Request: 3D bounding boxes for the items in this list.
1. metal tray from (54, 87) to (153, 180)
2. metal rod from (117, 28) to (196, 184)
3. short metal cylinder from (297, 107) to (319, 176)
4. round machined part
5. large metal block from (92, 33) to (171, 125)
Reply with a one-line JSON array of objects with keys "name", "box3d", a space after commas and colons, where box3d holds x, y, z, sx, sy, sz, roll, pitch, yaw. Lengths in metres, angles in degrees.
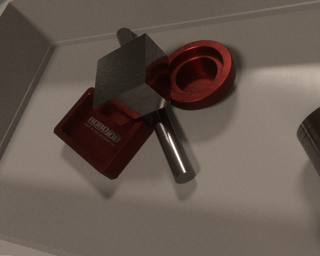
[{"name": "metal tray", "box3d": [-0.084, 0.003, 0.442, 0.130, 0.030, 0.090, 31, 78, 37]}, {"name": "metal rod", "box3d": [-0.017, -0.053, 0.445, 0.025, 0.025, 0.299, -30, 52, 9]}, {"name": "short metal cylinder", "box3d": [0.172, 0.011, 0.273, 0.080, 0.080, 0.050, -24, 53, 13]}, {"name": "round machined part", "box3d": [0.051, -0.064, 0.407, 0.098, 0.042, 0.098, -13, 56, 20]}, {"name": "large metal block", "box3d": [-0.036, -0.060, 0.396, 0.080, 0.050, 0.080, -21, 53, 28]}]
